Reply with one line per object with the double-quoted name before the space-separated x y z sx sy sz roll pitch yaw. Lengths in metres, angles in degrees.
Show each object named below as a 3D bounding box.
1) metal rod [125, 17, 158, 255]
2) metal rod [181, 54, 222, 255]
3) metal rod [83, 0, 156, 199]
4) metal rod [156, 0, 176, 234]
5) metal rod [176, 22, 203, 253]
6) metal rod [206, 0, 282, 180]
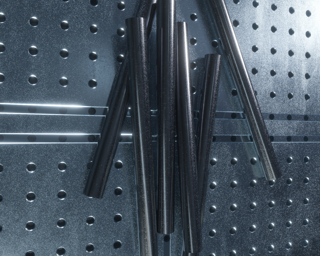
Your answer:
"metal rod" -0.022 0.019 0.387 0.025 0.025 0.298 -6 98 -20
"metal rod" 0.057 0.046 0.433 0.025 0.025 0.299 8 87 -20
"metal rod" -0.043 -0.060 0.396 0.025 0.025 0.299 18 84 -19
"metal rod" 0.007 -0.012 0.405 0.025 0.025 0.298 -1 94 -20
"metal rod" 0.034 0.009 0.412 0.025 0.025 0.299 -2 86 -20
"metal rod" 0.123 -0.064 0.457 0.025 0.025 0.299 -23 98 -19
